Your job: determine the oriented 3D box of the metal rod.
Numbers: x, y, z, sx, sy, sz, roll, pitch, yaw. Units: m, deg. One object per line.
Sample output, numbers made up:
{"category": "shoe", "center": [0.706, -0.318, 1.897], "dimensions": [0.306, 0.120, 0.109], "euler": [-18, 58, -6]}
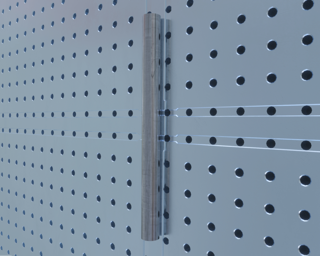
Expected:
{"category": "metal rod", "center": [-0.012, -0.001, 0.417], "dimensions": [0.025, 0.025, 0.298], "euler": [1, 90, 39]}
